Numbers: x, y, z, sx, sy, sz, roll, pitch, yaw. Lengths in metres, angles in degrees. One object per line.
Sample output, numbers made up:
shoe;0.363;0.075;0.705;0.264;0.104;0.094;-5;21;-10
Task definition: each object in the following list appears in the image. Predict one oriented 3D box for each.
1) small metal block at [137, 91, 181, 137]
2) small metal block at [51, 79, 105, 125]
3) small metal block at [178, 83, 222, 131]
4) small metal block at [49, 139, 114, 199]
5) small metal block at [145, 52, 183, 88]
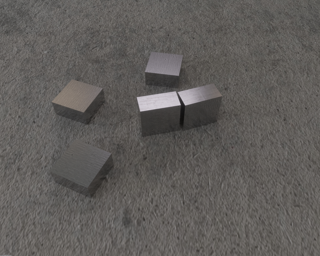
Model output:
small metal block;-0.002;-0.017;0.401;0.050;0.050;0.025;-10;51;-8
small metal block;-0.113;-0.037;0.434;0.050;0.025;0.050;18;52;14
small metal block;0.050;-0.027;0.410;0.050;0.050;0.025;-15;52;-12
small metal block;-0.090;0.047;0.363;0.050;0.025;0.050;20;53;16
small metal block;0.007;-0.090;0.479;0.050;0.025;0.050;8;50;6
